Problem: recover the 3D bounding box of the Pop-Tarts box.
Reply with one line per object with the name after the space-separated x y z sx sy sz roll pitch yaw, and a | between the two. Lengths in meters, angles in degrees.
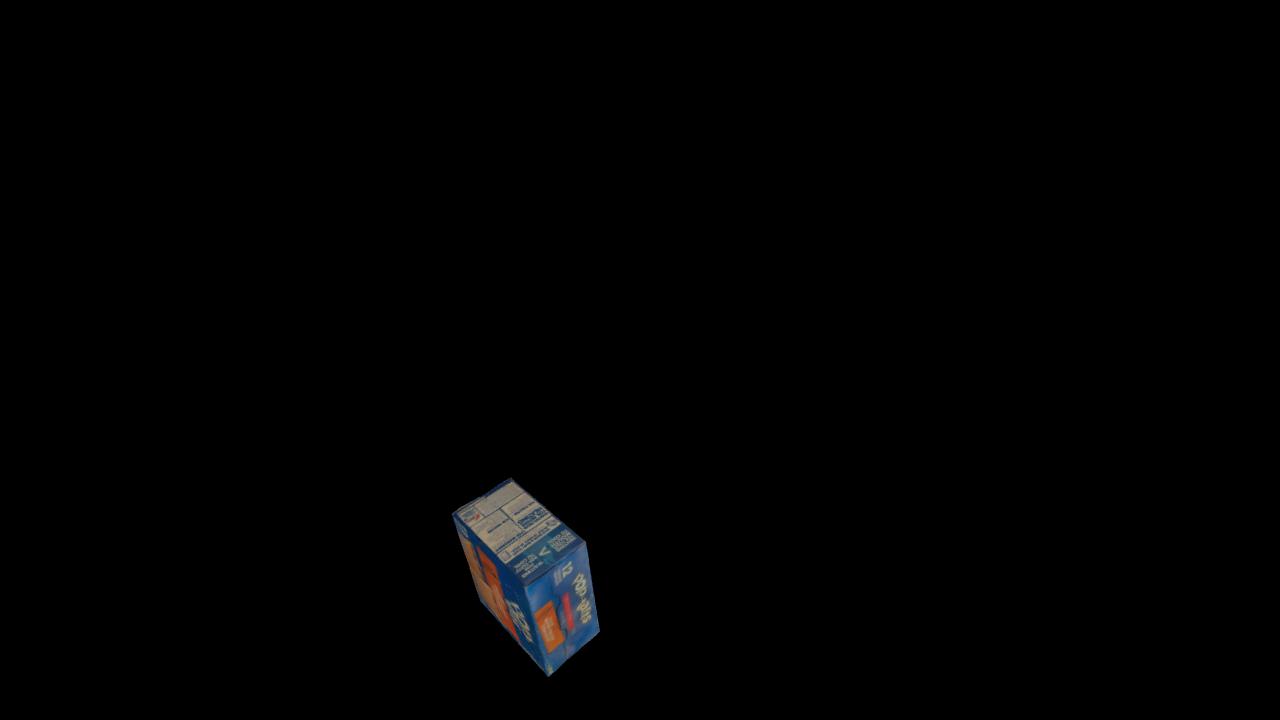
-0.128 0.246 0.702 0.141 0.167 0.083 28 46 37 | Pop-Tarts box
